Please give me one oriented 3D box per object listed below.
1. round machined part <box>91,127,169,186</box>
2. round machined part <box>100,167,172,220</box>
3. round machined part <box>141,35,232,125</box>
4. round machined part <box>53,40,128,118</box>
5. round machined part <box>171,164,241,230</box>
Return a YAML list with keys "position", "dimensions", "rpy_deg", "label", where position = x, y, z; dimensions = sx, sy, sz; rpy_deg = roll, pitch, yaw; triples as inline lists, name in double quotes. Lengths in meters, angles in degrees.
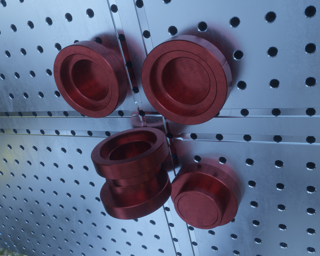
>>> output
- position: [-0.036, 0.040, 0.406]
  dimensions: [0.098, 0.098, 0.042]
  rpy_deg: [-1, 117, 28]
  label: "round machined part"
- position: [-0.036, 0.077, 0.429]
  dimensions: [0.098, 0.098, 0.042]
  rpy_deg: [-1, 118, 28]
  label: "round machined part"
- position: [0.032, -0.056, 0.348]
  dimensions: [0.098, 0.042, 0.097]
  rpy_deg: [13, 124, 20]
  label: "round machined part"
- position: [-0.085, -0.065, 0.403]
  dimensions: [0.098, 0.042, 0.097]
  rpy_deg: [13, 124, 20]
  label: "round machined part"
- position: [0.059, 0.101, 0.431]
  dimensions: [0.098, 0.042, 0.097]
  rpy_deg: [13, 124, 20]
  label: "round machined part"
